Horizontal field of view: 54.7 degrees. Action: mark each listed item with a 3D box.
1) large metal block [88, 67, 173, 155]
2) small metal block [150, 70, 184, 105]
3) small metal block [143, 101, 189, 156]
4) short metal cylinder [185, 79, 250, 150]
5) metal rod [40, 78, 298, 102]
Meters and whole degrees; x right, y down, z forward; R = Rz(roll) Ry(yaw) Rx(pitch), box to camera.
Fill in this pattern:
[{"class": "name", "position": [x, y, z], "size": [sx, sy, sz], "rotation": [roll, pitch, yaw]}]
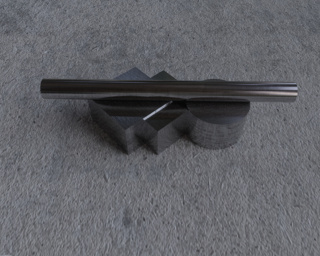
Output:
[{"class": "large metal block", "position": [-0.037, -0.025, 0.407], "size": [0.080, 0.050, 0.080], "rotation": [-35, 58, -26]}, {"class": "small metal block", "position": [0.012, -0.043, 0.425], "size": [0.025, 0.050, 0.050], "rotation": [-35, 59, -26]}, {"class": "small metal block", "position": [0.007, 0.000, 0.390], "size": [0.050, 0.050, 0.025], "rotation": [-35, 59, -26]}, {"class": "short metal cylinder", "position": [0.072, -0.019, 0.404], "size": [0.081, 0.050, 0.080], "rotation": [0, 50, 0]}, {"class": "metal rod", "position": [0.010, -0.045, 0.376], "size": [0.302, 0.025, 0.025], "rotation": [1, 50, 0]}]
